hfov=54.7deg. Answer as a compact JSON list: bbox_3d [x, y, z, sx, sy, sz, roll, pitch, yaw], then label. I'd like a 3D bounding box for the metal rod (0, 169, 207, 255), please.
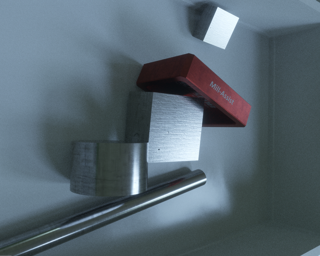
[{"bbox_3d":[-0.055,0.097,0.362,0.302,0.025,0.025,-12,98,-40],"label":"metal rod"}]

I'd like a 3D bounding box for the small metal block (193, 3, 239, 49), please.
[{"bbox_3d":[0.084,-0.152,0.466,0.050,0.025,0.050,6,115,-40],"label":"small metal block"}]

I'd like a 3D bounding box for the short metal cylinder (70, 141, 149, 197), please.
[{"bbox_3d":[-0.053,0.039,0.328,0.081,0.080,0.050,2,89,-40],"label":"short metal cylinder"}]

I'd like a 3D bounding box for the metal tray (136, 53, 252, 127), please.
[{"bbox_3d":[0.046,-0.042,0.404,0.130,0.090,0.030,32,70,-36],"label":"metal tray"}]

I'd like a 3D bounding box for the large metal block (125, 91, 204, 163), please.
[{"bbox_3d":[0.006,-0.002,0.389,0.081,0.050,0.079,2,95,-37],"label":"large metal block"}]
